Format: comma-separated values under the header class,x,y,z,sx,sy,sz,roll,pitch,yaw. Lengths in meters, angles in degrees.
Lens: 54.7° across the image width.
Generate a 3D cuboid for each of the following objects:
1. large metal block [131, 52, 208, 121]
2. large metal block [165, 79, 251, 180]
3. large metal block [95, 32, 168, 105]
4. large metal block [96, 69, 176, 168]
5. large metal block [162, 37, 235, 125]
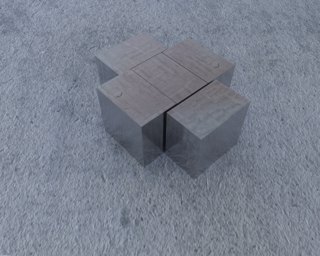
class,x,y,z,sx,sy,sz,roll,pitch,yaw
large metal block,0.010,-0.037,0.401,0.050,0.080,0.080,-35,59,-26
large metal block,0.054,0.002,0.368,0.080,0.080,0.050,-35,59,-26
large metal block,-0.036,-0.073,0.430,0.080,0.080,0.050,-35,59,-26
large metal block,-0.028,-0.011,0.379,0.050,0.080,0.080,-35,59,-26
large metal block,0.048,-0.063,0.423,0.050,0.080,0.080,-35,59,-26
